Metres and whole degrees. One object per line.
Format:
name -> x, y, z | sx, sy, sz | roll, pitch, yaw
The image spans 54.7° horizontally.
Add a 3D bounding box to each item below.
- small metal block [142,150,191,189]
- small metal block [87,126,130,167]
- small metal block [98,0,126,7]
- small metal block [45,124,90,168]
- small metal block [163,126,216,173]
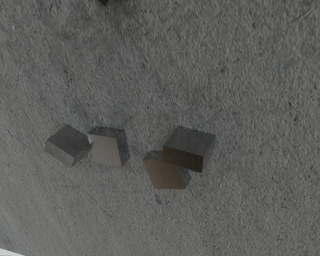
small metal block -> 0.010, 0.059, 0.438 | 0.050, 0.025, 0.050 | -7, 115, 31
small metal block -> -0.076, 0.027, 0.464 | 0.050, 0.025, 0.050 | 7, 122, 24
small metal block -> -0.057, -0.158, 0.323 | 0.050, 0.050, 0.025 | 42, 129, -1
small metal block -> -0.141, 0.027, 0.482 | 0.050, 0.050, 0.025 | 31, 128, 8
small metal block -> 0.037, 0.025, 0.387 | 0.050, 0.050, 0.025 | 15, 125, 20
